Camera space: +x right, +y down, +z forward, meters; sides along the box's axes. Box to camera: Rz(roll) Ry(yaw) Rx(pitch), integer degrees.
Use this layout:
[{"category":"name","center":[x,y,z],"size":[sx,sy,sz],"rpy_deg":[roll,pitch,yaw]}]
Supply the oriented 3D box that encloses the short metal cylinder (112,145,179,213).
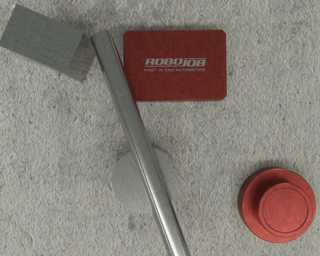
[{"category":"short metal cylinder","center":[-0.017,0.063,0.397],"size":[0.081,0.050,0.079],"rpy_deg":[0,90,-1]}]

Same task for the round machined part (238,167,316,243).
[{"category":"round machined part","center":[0.155,0.102,0.404],"size":[0.099,0.042,0.097],"rpy_deg":[0,90,-1]}]

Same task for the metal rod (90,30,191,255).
[{"category":"metal rod","center":[-0.019,0.033,0.359],"size":[0.025,0.025,0.299],"rpy_deg":[-20,90,0]}]

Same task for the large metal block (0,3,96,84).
[{"category":"large metal block","center":[-0.131,-0.099,0.381],"size":[0.080,0.080,0.050],"rpy_deg":[23,90,-1]}]

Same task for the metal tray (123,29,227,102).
[{"category":"metal tray","center":[0.019,-0.080,0.408],"size":[0.131,0.030,0.089],"rpy_deg":[-1,90,-1]}]
